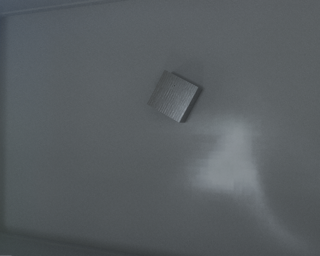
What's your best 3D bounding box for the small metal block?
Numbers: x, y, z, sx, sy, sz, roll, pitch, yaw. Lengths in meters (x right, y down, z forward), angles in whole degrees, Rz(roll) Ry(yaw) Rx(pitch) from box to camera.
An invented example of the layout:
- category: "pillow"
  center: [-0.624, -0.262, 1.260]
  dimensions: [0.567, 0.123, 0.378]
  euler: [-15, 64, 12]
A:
- category: "small metal block"
  center: [0.019, -0.041, 0.404]
  dimensions: [0.050, 0.025, 0.050]
  euler: [31, 100, 17]
